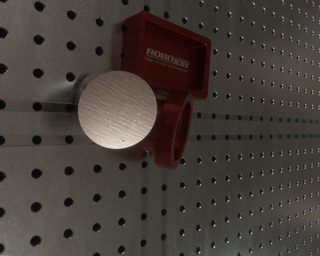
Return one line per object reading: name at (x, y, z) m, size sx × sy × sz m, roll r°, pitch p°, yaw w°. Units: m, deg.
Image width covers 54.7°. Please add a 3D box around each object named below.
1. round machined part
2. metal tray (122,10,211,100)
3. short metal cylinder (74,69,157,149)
round machined part at (0.008, 0.000, 0.387) m, size 0.098 × 0.042 × 0.097 m, roll 12°, pitch 91°, yaw -76°
metal tray at (0.013, -0.091, 0.418) m, size 0.131 × 0.030 × 0.089 m, roll 7°, pitch 85°, yaw -40°
short metal cylinder at (-0.049, -0.023, 0.335) m, size 0.081 × 0.050 × 0.079 m, roll -5°, pitch 104°, yaw -19°
